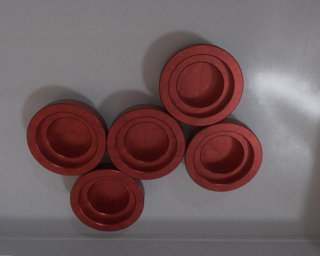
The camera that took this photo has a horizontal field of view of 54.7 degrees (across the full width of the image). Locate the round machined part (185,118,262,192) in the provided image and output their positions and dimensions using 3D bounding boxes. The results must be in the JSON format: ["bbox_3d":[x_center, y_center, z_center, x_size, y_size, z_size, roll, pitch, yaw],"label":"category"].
[{"bbox_3d":[0.081,0.032,0.412,0.099,0.042,0.097,0,110,0],"label":"round machined part"}]

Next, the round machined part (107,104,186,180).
[{"bbox_3d":[-0.017,0.015,0.404,0.099,0.042,0.097,0,110,0],"label":"round machined part"}]

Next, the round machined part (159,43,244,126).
[{"bbox_3d":[0.048,-0.055,0.380,0.099,0.042,0.097,0,110,0],"label":"round machined part"}]

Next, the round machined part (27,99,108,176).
[{"bbox_3d":[-0.115,0.009,0.402,0.099,0.042,0.097,0,110,0],"label":"round machined part"}]

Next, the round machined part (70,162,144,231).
[{"bbox_3d":[-0.071,0.091,0.432,0.099,0.042,0.097,0,110,0],"label":"round machined part"}]
